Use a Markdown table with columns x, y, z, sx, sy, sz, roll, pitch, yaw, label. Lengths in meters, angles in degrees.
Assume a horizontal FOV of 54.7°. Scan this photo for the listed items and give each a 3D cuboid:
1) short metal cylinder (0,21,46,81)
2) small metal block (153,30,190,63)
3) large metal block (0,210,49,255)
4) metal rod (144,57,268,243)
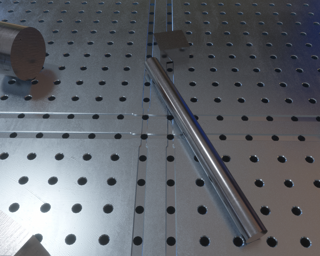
| x | y | z | sx | sy | sz | roll | pitch | yaw | label |
| --- | --- | --- | --- | --- | --- | --- | --- | --- | --- |
| -0.219 | -0.116 | 0.468 | 0.050 | 0.080 | 0.080 | 14 | 52 | 11 | short metal cylinder |
| 0.019 | -0.139 | 0.524 | 0.050 | 0.025 | 0.050 | -10 | 51 | -9 | small metal block |
| -0.169 | 0.121 | 0.289 | 0.080 | 0.050 | 0.080 | 26 | 55 | 20 | large metal block |
| 0.042 | 0.004 | 0.404 | 0.025 | 0.025 | 0.300 | -17 | 52 | -14 | metal rod |
